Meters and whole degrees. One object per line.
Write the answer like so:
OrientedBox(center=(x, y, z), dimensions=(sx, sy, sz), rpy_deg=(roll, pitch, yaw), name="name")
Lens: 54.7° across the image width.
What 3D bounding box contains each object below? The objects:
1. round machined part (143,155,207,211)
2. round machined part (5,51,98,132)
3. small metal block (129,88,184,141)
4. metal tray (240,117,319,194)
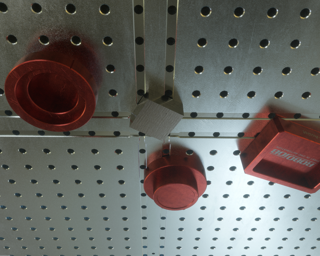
OrientedBox(center=(0.024, 0.091, 0.479), dimensions=(0.099, 0.042, 0.097), rpy_deg=(-1, 130, 0), name="round machined part")
OrientedBox(center=(-0.121, -0.045, 0.360), dimensions=(0.099, 0.042, 0.097), rpy_deg=(-1, 130, 0), name="round machined part")
OrientedBox(center=(-0.005, -0.016, 0.398), dimensions=(0.050, 0.025, 0.050), rpy_deg=(24, 126, -20), name="small metal block")
OrientedBox(center=(0.196, 0.044, 0.448), dimensions=(0.131, 0.030, 0.089), rpy_deg=(18, 128, -16), name="metal tray")
